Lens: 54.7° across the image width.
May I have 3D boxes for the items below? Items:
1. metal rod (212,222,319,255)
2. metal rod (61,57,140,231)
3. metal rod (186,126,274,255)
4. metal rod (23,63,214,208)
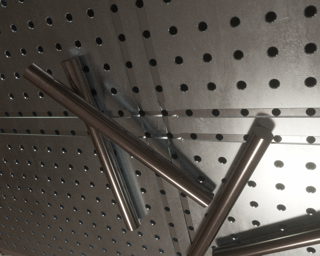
[{"bbox_3d":[0.190,0.137,0.395,0.299,0.025,0.025,-33,100,38],"label":"metal rod"},{"bbox_3d":[-0.084,0.039,0.477,0.025,0.025,0.298,-2,118,29],"label":"metal rod"},{"bbox_3d":[0.084,0.121,0.440,0.025,0.025,0.298,25,127,12],"label":"metal rod"},{"bbox_3d":[-0.052,0.013,0.423,0.301,0.025,0.025,36,129,-6],"label":"metal rod"}]
